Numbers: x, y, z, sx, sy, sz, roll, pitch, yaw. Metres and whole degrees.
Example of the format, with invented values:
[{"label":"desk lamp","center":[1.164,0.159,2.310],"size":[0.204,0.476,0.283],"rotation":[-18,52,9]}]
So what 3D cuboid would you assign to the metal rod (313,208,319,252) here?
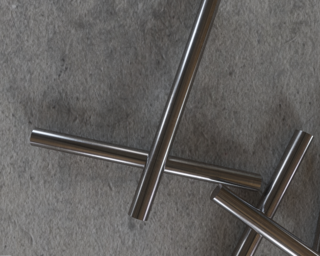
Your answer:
[{"label":"metal rod","center":[0.228,0.105,0.413],"size":[0.025,0.025,0.298],"rotation":[11,90,-1]}]

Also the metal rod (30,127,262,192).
[{"label":"metal rod","center":[-0.018,0.042,0.409],"size":[0.302,0.025,0.025],"rotation":[12,90,-1]}]

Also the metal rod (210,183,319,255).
[{"label":"metal rod","center":[0.192,0.166,0.386],"size":[0.301,0.025,0.025],"rotation":[35,90,-1]}]

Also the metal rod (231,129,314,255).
[{"label":"metal rod","center":[0.124,0.140,0.411],"size":[0.025,0.025,0.299],"rotation":[27,90,-1]}]

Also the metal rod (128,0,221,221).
[{"label":"metal rod","center":[0.021,-0.032,0.393],"size":[0.025,0.025,0.299],"rotation":[19,83,-1]}]
